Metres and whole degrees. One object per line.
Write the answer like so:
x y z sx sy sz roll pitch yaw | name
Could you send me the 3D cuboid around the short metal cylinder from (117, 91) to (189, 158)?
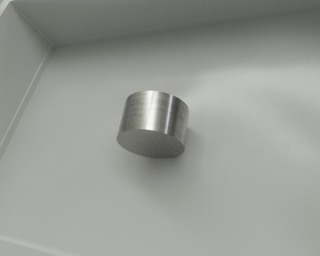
-0.007 -0.002 0.374 0.080 0.080 0.050 -4 60 25 | short metal cylinder
